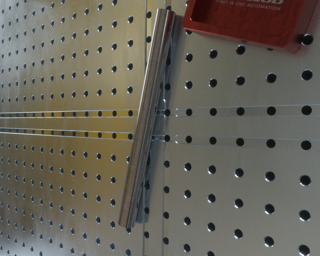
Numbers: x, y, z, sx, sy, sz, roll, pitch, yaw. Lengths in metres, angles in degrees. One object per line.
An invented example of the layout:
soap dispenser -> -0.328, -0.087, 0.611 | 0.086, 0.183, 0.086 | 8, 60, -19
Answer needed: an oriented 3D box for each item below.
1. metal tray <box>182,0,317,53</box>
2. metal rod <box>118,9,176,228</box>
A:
metal tray -> 0.093, -0.138, 0.328 | 0.130, 0.030, 0.089 | 25, 106, 36
metal rod -> -0.020, -0.006, 0.423 | 0.025, 0.025, 0.298 | 18, 101, 38
